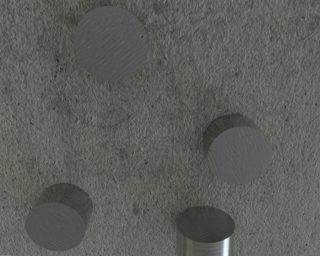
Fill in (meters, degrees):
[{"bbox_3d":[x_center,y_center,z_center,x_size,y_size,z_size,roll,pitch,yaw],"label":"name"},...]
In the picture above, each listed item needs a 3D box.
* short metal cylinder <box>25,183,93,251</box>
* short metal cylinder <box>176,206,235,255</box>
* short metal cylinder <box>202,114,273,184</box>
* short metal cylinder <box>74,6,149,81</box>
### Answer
[{"bbox_3d":[-0.141,0.126,0.442,0.081,0.050,0.079,0,110,0],"label":"short metal cylinder"},{"bbox_3d":[0.064,0.155,0.438,0.080,0.080,0.050,-1,110,0],"label":"short metal cylinder"},{"bbox_3d":[0.099,0.027,0.407,0.081,0.050,0.079,0,110,0],"label":"short metal cylinder"},{"bbox_3d":[-0.053,-0.099,0.359,0.081,0.050,0.079,0,110,0],"label":"short metal cylinder"}]
